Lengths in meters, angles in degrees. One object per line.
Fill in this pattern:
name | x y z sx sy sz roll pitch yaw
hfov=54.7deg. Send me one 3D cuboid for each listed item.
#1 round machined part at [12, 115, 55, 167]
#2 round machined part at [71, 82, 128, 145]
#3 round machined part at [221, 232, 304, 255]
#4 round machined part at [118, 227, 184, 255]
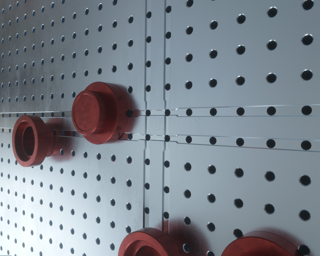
round machined part | -0.239 0.024 0.592 0.098 0.042 0.097 0 90 39
round machined part | -0.099 -0.023 0.477 0.098 0.042 0.097 0 90 39
round machined part | 0.102 0.160 0.313 0.098 0.042 0.097 0 90 39
round machined part | -0.006 0.178 0.401 0.098 0.042 0.097 0 90 39
